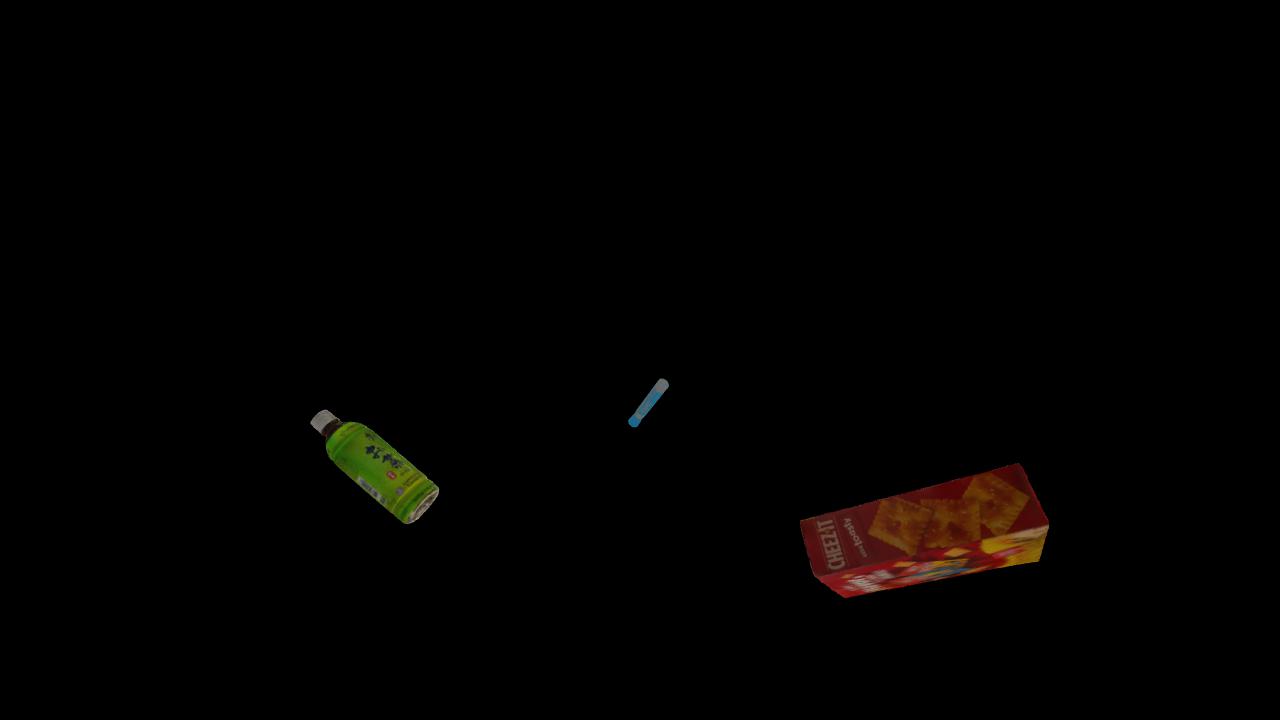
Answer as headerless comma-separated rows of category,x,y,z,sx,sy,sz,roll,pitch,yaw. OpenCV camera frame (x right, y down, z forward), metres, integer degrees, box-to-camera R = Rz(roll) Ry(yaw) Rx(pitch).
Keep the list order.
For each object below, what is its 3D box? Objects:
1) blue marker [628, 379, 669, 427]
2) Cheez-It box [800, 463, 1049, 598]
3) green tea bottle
blue marker,0.011,0.071,0.983,0.020,0.020,0.121,0,-36,-31
Cheez-It box,0.305,0.195,0.666,0.223,0.071,0.166,-21,-35,19
green tea bottle,-0.398,0.151,0.909,0.212,0.073,0.073,38,2,3
